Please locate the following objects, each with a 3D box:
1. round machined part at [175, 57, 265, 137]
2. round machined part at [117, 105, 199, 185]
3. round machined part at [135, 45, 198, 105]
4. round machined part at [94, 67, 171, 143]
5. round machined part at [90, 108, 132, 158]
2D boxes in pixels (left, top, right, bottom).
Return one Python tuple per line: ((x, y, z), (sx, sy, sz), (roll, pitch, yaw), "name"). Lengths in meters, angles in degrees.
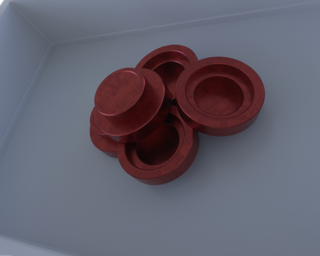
((0.068, -0.033, 0.363), (0.099, 0.042, 0.098), (-2, 61, 3), "round machined part")
((0.001, 0.023, 0.376), (0.098, 0.042, 0.098), (-13, 56, 20), "round machined part")
((0.012, -0.063, 0.424), (0.098, 0.042, 0.098), (-13, 56, 20), "round machined part")
((-0.040, -0.034, 0.377), (0.098, 0.042, 0.098), (-13, 56, 20), "round machined part")
((-0.056, -0.012, 0.426), (0.098, 0.042, 0.098), (-13, 56, 20), "round machined part")
